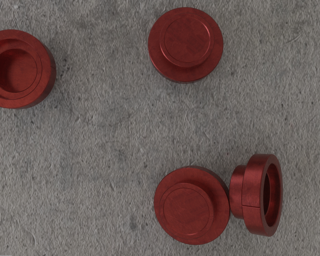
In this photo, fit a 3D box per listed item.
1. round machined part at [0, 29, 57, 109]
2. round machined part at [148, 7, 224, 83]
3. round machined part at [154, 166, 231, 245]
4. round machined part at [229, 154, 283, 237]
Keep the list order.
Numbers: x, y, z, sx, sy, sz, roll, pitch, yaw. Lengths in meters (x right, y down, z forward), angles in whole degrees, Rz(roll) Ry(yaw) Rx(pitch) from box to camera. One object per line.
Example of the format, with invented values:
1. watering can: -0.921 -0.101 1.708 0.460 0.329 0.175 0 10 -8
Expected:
1. round machined part: -0.183 -0.073 0.400 0.099 0.042 0.097 0 90 0
2. round machined part: 0.034 -0.109 0.401 0.099 0.042 0.097 0 90 0
3. round machined part: 0.038 0.098 0.387 0.098 0.042 0.097 1 92 20
4. round machined part: 0.118 0.080 0.384 0.042 0.099 0.097 -1 90 35
